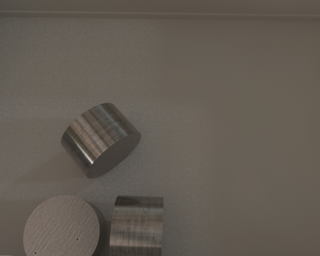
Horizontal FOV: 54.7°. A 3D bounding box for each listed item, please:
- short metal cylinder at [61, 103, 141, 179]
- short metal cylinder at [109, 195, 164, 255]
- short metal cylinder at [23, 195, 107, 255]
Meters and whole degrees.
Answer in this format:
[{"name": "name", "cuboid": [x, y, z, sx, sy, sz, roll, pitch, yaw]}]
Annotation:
[{"name": "short metal cylinder", "cuboid": [-0.070, 0.016, 0.374, 0.080, 0.080, 0.050, -39, 75, -13]}, {"name": "short metal cylinder", "cuboid": [-0.023, 0.115, 0.338, 0.050, 0.080, 0.080, 2, 70, 1]}, {"name": "short metal cylinder", "cuboid": [-0.104, 0.120, 0.352, 0.081, 0.050, 0.080, 0, 70, 0]}]
